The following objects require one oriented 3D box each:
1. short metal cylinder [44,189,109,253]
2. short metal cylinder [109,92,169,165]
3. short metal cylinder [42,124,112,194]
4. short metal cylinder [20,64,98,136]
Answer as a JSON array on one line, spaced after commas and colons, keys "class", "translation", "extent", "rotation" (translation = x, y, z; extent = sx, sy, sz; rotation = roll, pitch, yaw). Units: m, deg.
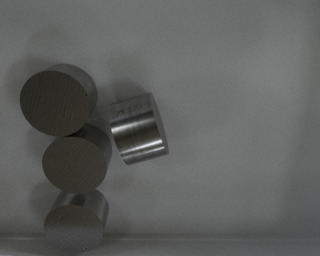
[{"class": "short metal cylinder", "translation": [-0.117, 0.129, 0.444], "extent": [0.081, 0.050, 0.079], "rotation": [0, 110, -1]}, {"class": "short metal cylinder", "translation": [-0.024, 0.001, 0.382], "extent": [0.050, 0.080, 0.080], "rotation": [-16, 110, 5]}, {"class": "short metal cylinder", "translation": [-0.107, 0.039, 0.411], "extent": [0.081, 0.050, 0.079], "rotation": [0, 110, -1]}, {"class": "short metal cylinder", "translation": [-0.122, -0.036, 0.383], "extent": [0.081, 0.050, 0.079], "rotation": [0, 110, -1]}]
